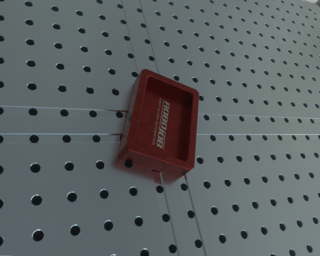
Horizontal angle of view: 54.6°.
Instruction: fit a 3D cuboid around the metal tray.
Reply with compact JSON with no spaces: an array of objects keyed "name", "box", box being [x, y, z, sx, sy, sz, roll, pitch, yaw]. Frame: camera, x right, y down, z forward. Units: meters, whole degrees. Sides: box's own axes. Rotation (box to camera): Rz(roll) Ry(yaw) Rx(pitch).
[{"name":"metal tray","box":[0.003,-0.009,0.411,0.090,0.030,0.130,20,54,-17]}]
